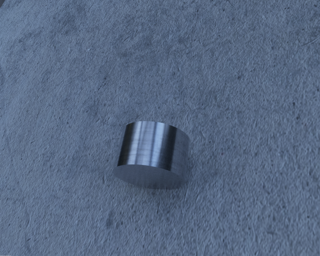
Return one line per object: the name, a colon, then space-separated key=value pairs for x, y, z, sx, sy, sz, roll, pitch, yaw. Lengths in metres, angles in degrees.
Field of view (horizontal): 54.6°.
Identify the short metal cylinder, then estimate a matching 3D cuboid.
short metal cylinder: x=-0.009 y=0.033 z=0.353 sx=0.080 sy=0.080 sz=0.050 roll=-5 pitch=60 yaw=26
